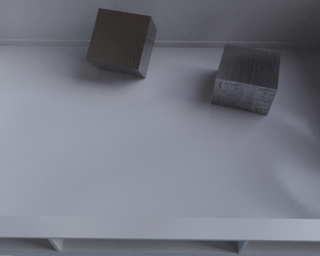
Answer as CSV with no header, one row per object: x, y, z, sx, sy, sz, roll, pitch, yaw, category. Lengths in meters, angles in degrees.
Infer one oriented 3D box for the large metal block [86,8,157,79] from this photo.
-0.056,-0.127,0.471,0.080,0.050,0.080,12,86,10,large metal block

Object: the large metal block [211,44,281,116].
0.125,-0.072,0.450,0.080,0.050,0.080,13,51,11,large metal block
